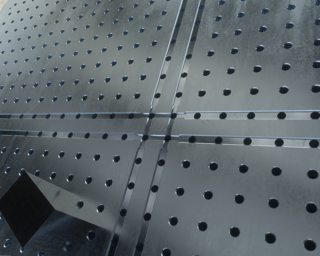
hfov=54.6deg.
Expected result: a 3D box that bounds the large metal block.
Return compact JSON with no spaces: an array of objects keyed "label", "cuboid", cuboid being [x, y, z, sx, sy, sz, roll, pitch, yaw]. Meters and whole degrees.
[{"label":"large metal block","cuboid":[-0.136,0.107,0.380,0.080,0.080,0.050,33,80,38]}]
